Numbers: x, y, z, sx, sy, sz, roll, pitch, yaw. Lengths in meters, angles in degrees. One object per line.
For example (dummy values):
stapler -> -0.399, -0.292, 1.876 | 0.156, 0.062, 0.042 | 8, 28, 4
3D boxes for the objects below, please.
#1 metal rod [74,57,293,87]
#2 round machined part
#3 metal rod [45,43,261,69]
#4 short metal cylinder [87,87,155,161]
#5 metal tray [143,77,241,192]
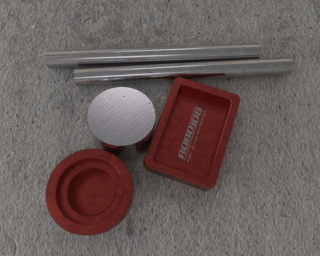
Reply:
metal rod -> 0.034, -0.080, 0.437 | 0.302, 0.025, 0.025 | -4, 70, -2
round machined part -> -0.080, 0.077, 0.370 | 0.099, 0.042, 0.098 | 0, 70, 0
metal rod -> -0.009, -0.104, 0.446 | 0.302, 0.025, 0.025 | -3, 70, -1
short metal cylinder -> -0.047, -0.005, 0.391 | 0.081, 0.050, 0.080 | 2, 63, -4
metal tray -> 0.043, 0.006, 0.403 | 0.090, 0.030, 0.130 | 19, 71, 6
